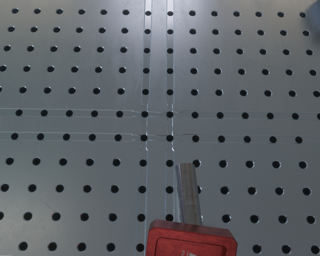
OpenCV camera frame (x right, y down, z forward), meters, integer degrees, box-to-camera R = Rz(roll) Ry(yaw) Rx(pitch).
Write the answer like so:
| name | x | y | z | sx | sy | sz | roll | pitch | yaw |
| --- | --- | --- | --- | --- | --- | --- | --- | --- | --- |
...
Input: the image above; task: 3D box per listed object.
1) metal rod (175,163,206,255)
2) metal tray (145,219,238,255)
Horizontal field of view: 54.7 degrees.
| name | x | y | z | sx | sy | sz | roll | pitch | yaw |
| --- | --- | --- | --- | --- | --- | --- | --- | --- | --- |
| metal rod | 0.041 | 0.179 | 0.320 | 0.025 | 0.025 | 0.299 | -3 | 60 | -1 |
| metal tray | 0.026 | 0.170 | 0.325 | 0.091 | 0.030 | 0.129 | 7 | 89 | 2 |
